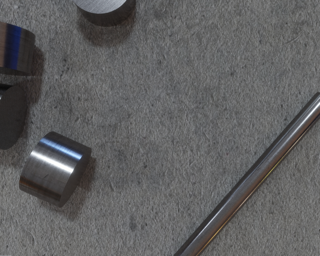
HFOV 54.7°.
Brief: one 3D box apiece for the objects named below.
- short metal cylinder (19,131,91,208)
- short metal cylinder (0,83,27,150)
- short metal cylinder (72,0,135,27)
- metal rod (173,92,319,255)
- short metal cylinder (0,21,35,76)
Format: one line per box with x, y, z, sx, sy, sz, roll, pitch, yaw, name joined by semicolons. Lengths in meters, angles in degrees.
-0.126;0.050;0.381;0.050;0.080;0.080;25;90;0;short metal cylinder
-0.207;-0.017;0.381;0.050;0.080;0.080;10;90;0;short metal cylinder
-0.073;-0.177;0.397;0.081;0.050;0.080;0;90;0;short metal cylinder
0.119;0.073;0.411;0.025;0.025;0.300;41;90;0;metal rod
-0.199;-0.096;0.381;0.080;0.080;0.050;6;90;0;short metal cylinder
